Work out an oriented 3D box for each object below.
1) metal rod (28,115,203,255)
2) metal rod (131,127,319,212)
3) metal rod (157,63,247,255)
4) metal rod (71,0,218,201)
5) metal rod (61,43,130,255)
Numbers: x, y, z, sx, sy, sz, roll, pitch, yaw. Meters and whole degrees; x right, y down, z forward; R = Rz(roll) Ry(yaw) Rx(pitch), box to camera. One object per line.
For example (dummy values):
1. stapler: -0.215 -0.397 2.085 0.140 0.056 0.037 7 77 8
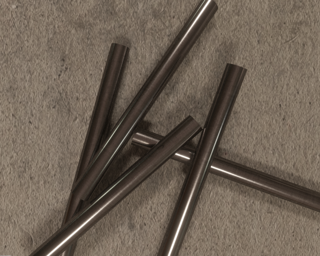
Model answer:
1. metal rod: -0.068 0.092 0.383 0.300 0.025 0.025 -41 91 -1
2. metal rod: 0.108 0.061 0.411 0.302 0.025 0.025 20 90 -1
3. metal rod: 0.043 0.067 0.388 0.025 0.025 0.298 19 99 -1
4. metal rod: -0.017 -0.040 0.397 0.025 0.025 0.300 34 85 -1
5. metal rod: -0.091 0.036 0.408 0.025 0.025 0.298 15 90 -1
